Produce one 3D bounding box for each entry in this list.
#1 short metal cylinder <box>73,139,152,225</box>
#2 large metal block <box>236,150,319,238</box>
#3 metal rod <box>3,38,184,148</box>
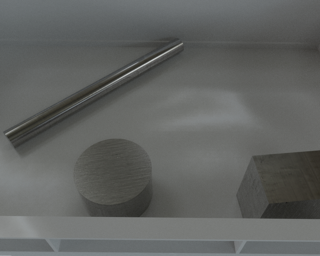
[{"bbox_3d":[-0.049,0.058,0.339,0.081,0.050,0.080,0,50,0],"label":"short metal cylinder"},{"bbox_3d":[0.131,0.068,0.314,0.081,0.080,0.050,-4,50,-4],"label":"large metal block"},{"bbox_3d":[-0.079,-0.062,0.456,0.302,0.025,0.025,-35,59,-26],"label":"metal rod"}]
